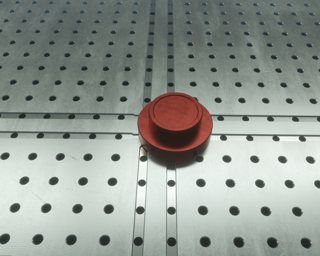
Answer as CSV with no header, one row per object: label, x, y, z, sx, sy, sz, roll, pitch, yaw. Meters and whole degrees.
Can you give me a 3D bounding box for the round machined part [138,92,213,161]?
round machined part,0.020,-0.009,0.404,0.099,0.042,0.098,0,50,0
